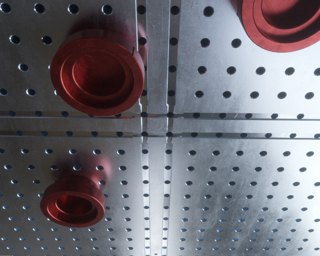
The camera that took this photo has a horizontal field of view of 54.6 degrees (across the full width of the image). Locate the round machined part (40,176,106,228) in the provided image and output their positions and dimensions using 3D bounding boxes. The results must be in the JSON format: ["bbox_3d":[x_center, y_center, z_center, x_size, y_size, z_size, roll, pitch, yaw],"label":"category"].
[{"bbox_3d":[-0.135,0.115,0.497,0.099,0.042,0.097,0,130,0],"label":"round machined part"}]

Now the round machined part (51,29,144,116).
[{"bbox_3d":[-0.066,-0.064,0.345,0.099,0.042,0.097,0,130,0],"label":"round machined part"}]

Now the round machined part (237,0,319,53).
[{"bbox_3d":[0.122,-0.125,0.295,0.099,0.042,0.097,0,130,0],"label":"round machined part"}]
